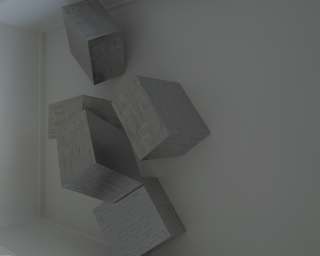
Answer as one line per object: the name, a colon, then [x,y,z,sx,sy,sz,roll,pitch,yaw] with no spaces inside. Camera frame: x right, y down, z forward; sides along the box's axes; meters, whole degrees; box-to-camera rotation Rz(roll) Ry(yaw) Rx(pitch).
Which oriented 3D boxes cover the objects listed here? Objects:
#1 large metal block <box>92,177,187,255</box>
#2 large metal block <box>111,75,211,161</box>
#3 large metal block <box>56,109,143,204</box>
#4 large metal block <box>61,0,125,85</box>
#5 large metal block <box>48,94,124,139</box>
large metal block: [-0.027,0.118,0.397,0.080,0.050,0.080,-37,66,15]
large metal block: [0.002,-0.011,0.368,0.050,0.081,0.080,-43,64,31]
large metal block: [-0.074,0.036,0.375,0.050,0.080,0.080,-36,49,17]
large metal block: [-0.093,-0.123,0.441,0.080,0.050,0.080,52,155,27]
large metal block: [-0.104,-0.010,0.451,0.080,0.081,0.050,-9,79,39]
